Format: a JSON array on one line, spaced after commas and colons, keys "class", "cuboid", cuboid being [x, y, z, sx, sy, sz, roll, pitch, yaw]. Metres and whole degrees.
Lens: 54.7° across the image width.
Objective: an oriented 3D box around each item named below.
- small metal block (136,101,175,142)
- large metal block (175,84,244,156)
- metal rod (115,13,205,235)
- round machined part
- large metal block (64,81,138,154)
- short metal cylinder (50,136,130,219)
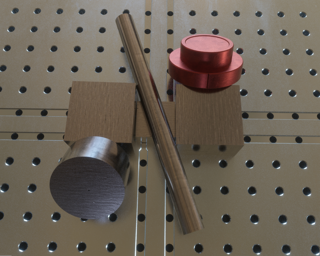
[{"class": "small metal block", "cuboid": [-0.006, -0.008, 0.415, 0.050, 0.025, 0.050, 1, 70, 0]}, {"class": "large metal block", "cuboid": [0.060, -0.009, 0.403, 0.081, 0.050, 0.080, 1, 70, 0]}, {"class": "metal rod", "cuboid": [-0.007, -0.020, 0.391, 0.025, 0.025, 0.299, -16, 71, -6]}, {"class": "round machined part", "cuboid": [0.061, -0.094, 0.411, 0.099, 0.042, 0.098, 1, 35, 0]}, {"class": "large metal block", "cuboid": [-0.072, -0.013, 0.403, 0.081, 0.050, 0.080, 2, 70, 0]}, {"class": "short metal cylinder", "cuboid": [-0.077, 0.056, 0.355, 0.080, 0.050, 0.079, 0, 113, 1]}]
